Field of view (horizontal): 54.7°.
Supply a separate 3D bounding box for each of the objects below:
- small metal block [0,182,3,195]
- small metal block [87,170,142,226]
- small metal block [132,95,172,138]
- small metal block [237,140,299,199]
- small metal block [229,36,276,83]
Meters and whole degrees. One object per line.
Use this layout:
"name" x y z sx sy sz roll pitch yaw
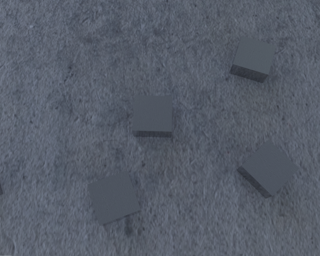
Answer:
"small metal block" -0.218 0.058 0.371 0.025 0.050 0.050 -22 72 -8
"small metal block" -0.055 0.085 0.376 0.050 0.025 0.050 -19 71 -7
"small metal block" -0.009 -0.015 0.414 0.050 0.025 0.050 2 70 0
"small metal block" 0.135 0.052 0.391 0.050 0.025 0.050 -40 75 -14
"small metal block" 0.133 -0.099 0.446 0.050 0.025 0.050 18 71 6
